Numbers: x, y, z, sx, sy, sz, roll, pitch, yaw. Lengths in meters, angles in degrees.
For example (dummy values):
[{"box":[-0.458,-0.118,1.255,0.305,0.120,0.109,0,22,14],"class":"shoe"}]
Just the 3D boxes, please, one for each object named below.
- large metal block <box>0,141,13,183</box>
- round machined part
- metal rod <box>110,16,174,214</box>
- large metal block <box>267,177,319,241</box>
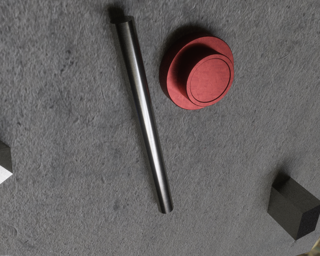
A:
[{"box":[-0.207,0.035,0.299,0.080,0.050,0.080,-39,130,-2],"class":"large metal block"},{"box":[0.052,-0.066,0.385,0.099,0.042,0.097,-14,125,-21],"class":"round machined part"},{"box":[-0.015,0.007,0.404,0.025,0.025,0.298,-23,127,-15],"class":"metal rod"},{"box":[0.267,0.161,0.620,0.050,0.080,0.079,-18,126,-18],"class":"large metal block"}]
